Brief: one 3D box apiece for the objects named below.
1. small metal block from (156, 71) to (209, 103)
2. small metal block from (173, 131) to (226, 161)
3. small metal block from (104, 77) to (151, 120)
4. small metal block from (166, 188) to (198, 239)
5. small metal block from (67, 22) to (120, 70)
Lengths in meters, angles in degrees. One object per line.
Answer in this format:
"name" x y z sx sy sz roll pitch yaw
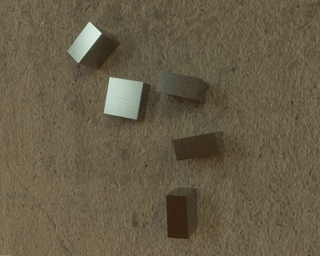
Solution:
"small metal block" 0.029 -0.051 0.385 0.050 0.050 0.025 15 95 19
"small metal block" 0.049 0.021 0.378 0.050 0.050 0.025 -12 86 19
"small metal block" -0.045 -0.040 0.425 0.050 0.025 0.050 11 94 19
"small metal block" 0.029 0.104 0.386 0.025 0.050 0.050 -3 89 20
"small metal block" -0.091 -0.112 0.428 0.025 0.050 0.050 46 104 14
